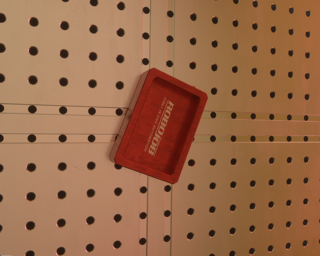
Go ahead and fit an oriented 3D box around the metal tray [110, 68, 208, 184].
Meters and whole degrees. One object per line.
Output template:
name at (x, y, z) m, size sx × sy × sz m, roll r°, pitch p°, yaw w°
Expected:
metal tray at (0.000, -0.002, 0.409) m, size 0.090 × 0.030 × 0.130 m, roll 23°, pitch 83°, yaw -19°
